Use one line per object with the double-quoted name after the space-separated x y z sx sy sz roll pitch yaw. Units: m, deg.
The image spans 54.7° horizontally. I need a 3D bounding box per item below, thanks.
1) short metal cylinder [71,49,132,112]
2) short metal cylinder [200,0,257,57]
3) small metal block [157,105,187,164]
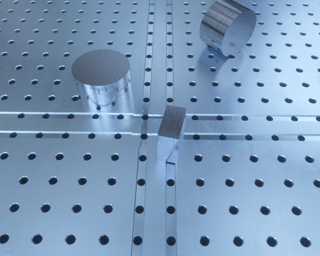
-0.082 -0.070 0.449 0.081 0.050 0.080 0 50 0 "short metal cylinder"
0.112 -0.166 0.512 0.080 0.080 0.050 -32 57 -24 "short metal cylinder"
0.015 0.008 0.385 0.025 0.050 0.050 10 51 8 "small metal block"
